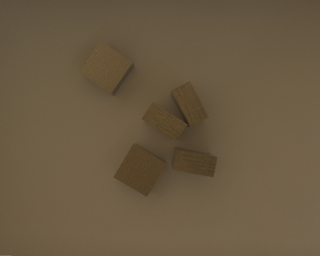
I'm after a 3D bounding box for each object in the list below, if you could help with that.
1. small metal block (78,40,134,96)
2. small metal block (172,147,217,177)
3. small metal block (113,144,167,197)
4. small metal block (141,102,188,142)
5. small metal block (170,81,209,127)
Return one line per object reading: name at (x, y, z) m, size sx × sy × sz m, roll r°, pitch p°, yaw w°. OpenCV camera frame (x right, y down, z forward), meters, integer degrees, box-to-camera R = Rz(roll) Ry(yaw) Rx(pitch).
small metal block at (-0.070, -0.078, 0.411) m, size 0.050 × 0.025 × 0.050 m, roll 34°, pitch 90°, yaw 0°
small metal block at (0.042, 0.043, 0.399) m, size 0.050 × 0.050 × 0.025 m, roll 10°, pitch 90°, yaw 0°
small metal block at (-0.026, 0.055, 0.411) m, size 0.050 × 0.025 × 0.050 m, roll 30°, pitch 90°, yaw 0°
small metal block at (0.006, -0.008, 0.399) m, size 0.050 × 0.050 × 0.025 m, roll 33°, pitch 90°, yaw 0°
small metal block at (0.037, -0.029, 0.399) m, size 0.025 × 0.050 × 0.050 m, roll -27°, pitch 90°, yaw 0°
